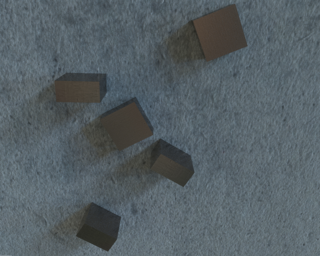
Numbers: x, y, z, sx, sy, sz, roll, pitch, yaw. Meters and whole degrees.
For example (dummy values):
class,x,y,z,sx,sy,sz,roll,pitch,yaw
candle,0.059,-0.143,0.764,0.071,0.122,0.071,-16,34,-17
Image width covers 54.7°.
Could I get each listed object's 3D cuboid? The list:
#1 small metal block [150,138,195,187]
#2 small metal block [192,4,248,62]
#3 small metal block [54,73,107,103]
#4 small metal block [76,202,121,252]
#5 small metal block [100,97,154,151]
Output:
class,x,y,z,sx,sy,sz,roll,pitch,yaw
small metal block,0.016,0.045,0.413,0.050,0.050,0.025,30,107,-11
small metal block,0.070,-0.113,0.369,0.050,0.025,0.050,-20,109,7
small metal block,-0.094,-0.050,0.377,0.050,0.050,0.025,1,110,-1
small metal block,-0.087,0.142,0.448,0.050,0.050,0.025,31,107,-11
small metal block,-0.043,-0.005,0.407,0.050,0.025,0.050,-26,108,9
